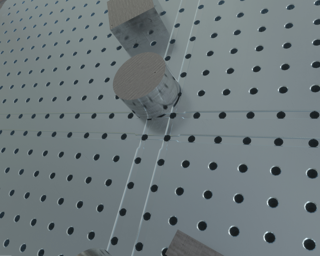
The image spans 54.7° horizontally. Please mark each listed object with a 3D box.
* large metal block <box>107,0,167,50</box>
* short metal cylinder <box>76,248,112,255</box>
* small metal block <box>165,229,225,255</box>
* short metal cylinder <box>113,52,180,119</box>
[{"bbox_3d":[-0.041,-0.193,0.533,0.080,0.050,0.080,-22,54,15],"label":"large metal block"},{"bbox_3d":[-0.065,0.168,0.304,0.050,0.080,0.080,25,75,37],"label":"short metal cylinder"},{"bbox_3d":[0.041,0.125,0.294,0.050,0.050,0.025,19,72,35],"label":"small metal block"},{"bbox_3d":[-0.019,-0.060,0.439,0.080,0.050,0.080,-13,56,21],"label":"short metal cylinder"}]
